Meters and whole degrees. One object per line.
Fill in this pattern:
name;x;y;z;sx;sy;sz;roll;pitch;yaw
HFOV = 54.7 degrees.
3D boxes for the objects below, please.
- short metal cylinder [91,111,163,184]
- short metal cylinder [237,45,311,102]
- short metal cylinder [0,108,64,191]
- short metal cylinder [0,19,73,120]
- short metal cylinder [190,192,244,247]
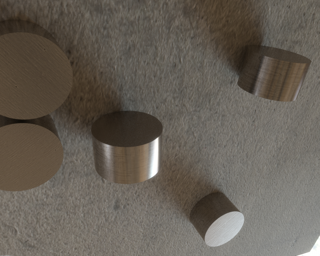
short metal cylinder;-0.038;0.020;0.364;0.081;0.080;0.050;-12;124;-22
short metal cylinder;0.149;-0.074;0.409;0.081;0.080;0.050;-4;121;-27
short metal cylinder;-0.147;0.018;0.322;0.081;0.050;0.079;-14;125;-21
short metal cylinder;-0.127;-0.055;0.288;0.081;0.050;0.079;-14;125;-21
short metal cylinder;0.100;0.162;0.548;0.081;0.050;0.079;-14;125;-21
